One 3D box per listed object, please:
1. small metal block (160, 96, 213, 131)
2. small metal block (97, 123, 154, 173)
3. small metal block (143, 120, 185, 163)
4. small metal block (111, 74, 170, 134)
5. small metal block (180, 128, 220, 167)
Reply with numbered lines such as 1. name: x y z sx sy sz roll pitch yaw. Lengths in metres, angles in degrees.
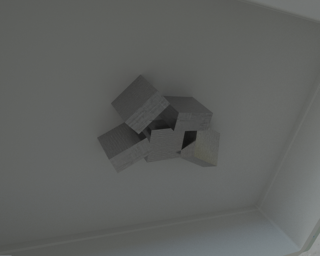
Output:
1. small metal block: 0.031 -0.019 0.399 0.050 0.050 0.025 -1 119 -29
2. small metal block: -0.043 0.021 0.383 0.050 0.050 0.025 -30 129 -9
3. small metal block: 0.003 0.016 0.422 0.050 0.025 0.050 -6 121 -26
4. small metal block: -0.024 -0.029 0.363 0.050 0.050 0.025 -44 130 2
5. small metal block: 0.058 0.024 0.441 0.050 0.025 0.050 25 65 -38
